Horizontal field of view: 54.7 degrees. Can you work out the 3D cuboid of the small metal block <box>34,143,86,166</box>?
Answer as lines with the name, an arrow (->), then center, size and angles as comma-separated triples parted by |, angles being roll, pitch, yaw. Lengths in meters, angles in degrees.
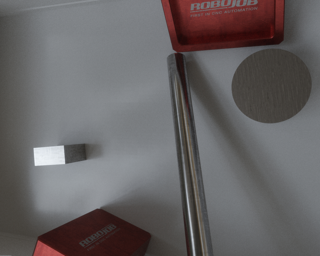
small metal block -> -0.143, 0.038, 0.446 | 0.050, 0.050, 0.025 | -5, 88, 19

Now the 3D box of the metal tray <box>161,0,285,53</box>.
metal tray -> 0.072, -0.137, 0.353 | 0.130, 0.030, 0.090 | 0, 135, 19

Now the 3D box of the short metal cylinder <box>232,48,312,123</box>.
short metal cylinder -> 0.126, -0.045, 0.353 | 0.080, 0.050, 0.079 | 0, 90, 19

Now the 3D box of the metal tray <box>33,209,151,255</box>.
metal tray -> -0.077, 0.146, 0.381 | 0.090, 0.130, 0.030 | 21, 97, 18

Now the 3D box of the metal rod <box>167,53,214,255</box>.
metal rod -> 0.032, 0.043, 0.337 | 0.025, 0.025, 0.299 | -15, 62, 19
